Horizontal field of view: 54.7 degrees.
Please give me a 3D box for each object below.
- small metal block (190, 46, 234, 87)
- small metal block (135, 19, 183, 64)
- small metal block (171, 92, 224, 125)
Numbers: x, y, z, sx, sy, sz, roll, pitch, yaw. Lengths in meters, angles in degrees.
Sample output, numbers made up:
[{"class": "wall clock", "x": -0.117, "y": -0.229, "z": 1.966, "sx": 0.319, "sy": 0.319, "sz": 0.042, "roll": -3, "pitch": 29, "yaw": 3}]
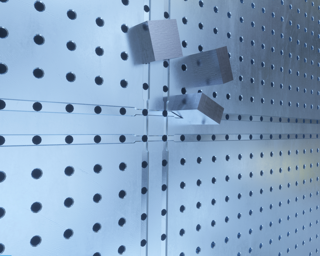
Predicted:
[{"class": "small metal block", "x": 0.076, "y": -0.090, "z": 0.459, "sx": 0.025, "sy": 0.050, "sz": 0.050, "roll": -25, "pitch": 106, "yaw": -38}, {"class": "small metal block", "x": 0.000, "y": -0.115, "z": 0.411, "sx": 0.050, "sy": 0.025, "sz": 0.050, "roll": -20, "pitch": 103, "yaw": -39}, {"class": "small metal block", "x": 0.054, "y": -0.026, "z": 0.440, "sx": 0.050, "sy": 0.050, "sz": 0.025, "roll": 29, "pitch": 72, "yaw": -37}]
